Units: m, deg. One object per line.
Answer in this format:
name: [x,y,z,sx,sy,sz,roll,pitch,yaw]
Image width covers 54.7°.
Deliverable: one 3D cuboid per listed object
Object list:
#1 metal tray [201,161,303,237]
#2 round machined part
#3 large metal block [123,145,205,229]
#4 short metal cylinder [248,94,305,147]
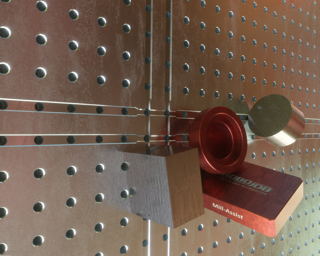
metal tray: [0.120,0.089,0.439,0.091,0.130,0.030,-35,124,-35]
round machined part: [0.081,0.019,0.459,0.099,0.042,0.098,7,77,-35]
large metal block: [0.003,0.066,0.376,0.050,0.080,0.079,-11,98,-40]
short metal cylinder: [0.204,-0.013,0.544,0.050,0.080,0.080,27,73,-37]
